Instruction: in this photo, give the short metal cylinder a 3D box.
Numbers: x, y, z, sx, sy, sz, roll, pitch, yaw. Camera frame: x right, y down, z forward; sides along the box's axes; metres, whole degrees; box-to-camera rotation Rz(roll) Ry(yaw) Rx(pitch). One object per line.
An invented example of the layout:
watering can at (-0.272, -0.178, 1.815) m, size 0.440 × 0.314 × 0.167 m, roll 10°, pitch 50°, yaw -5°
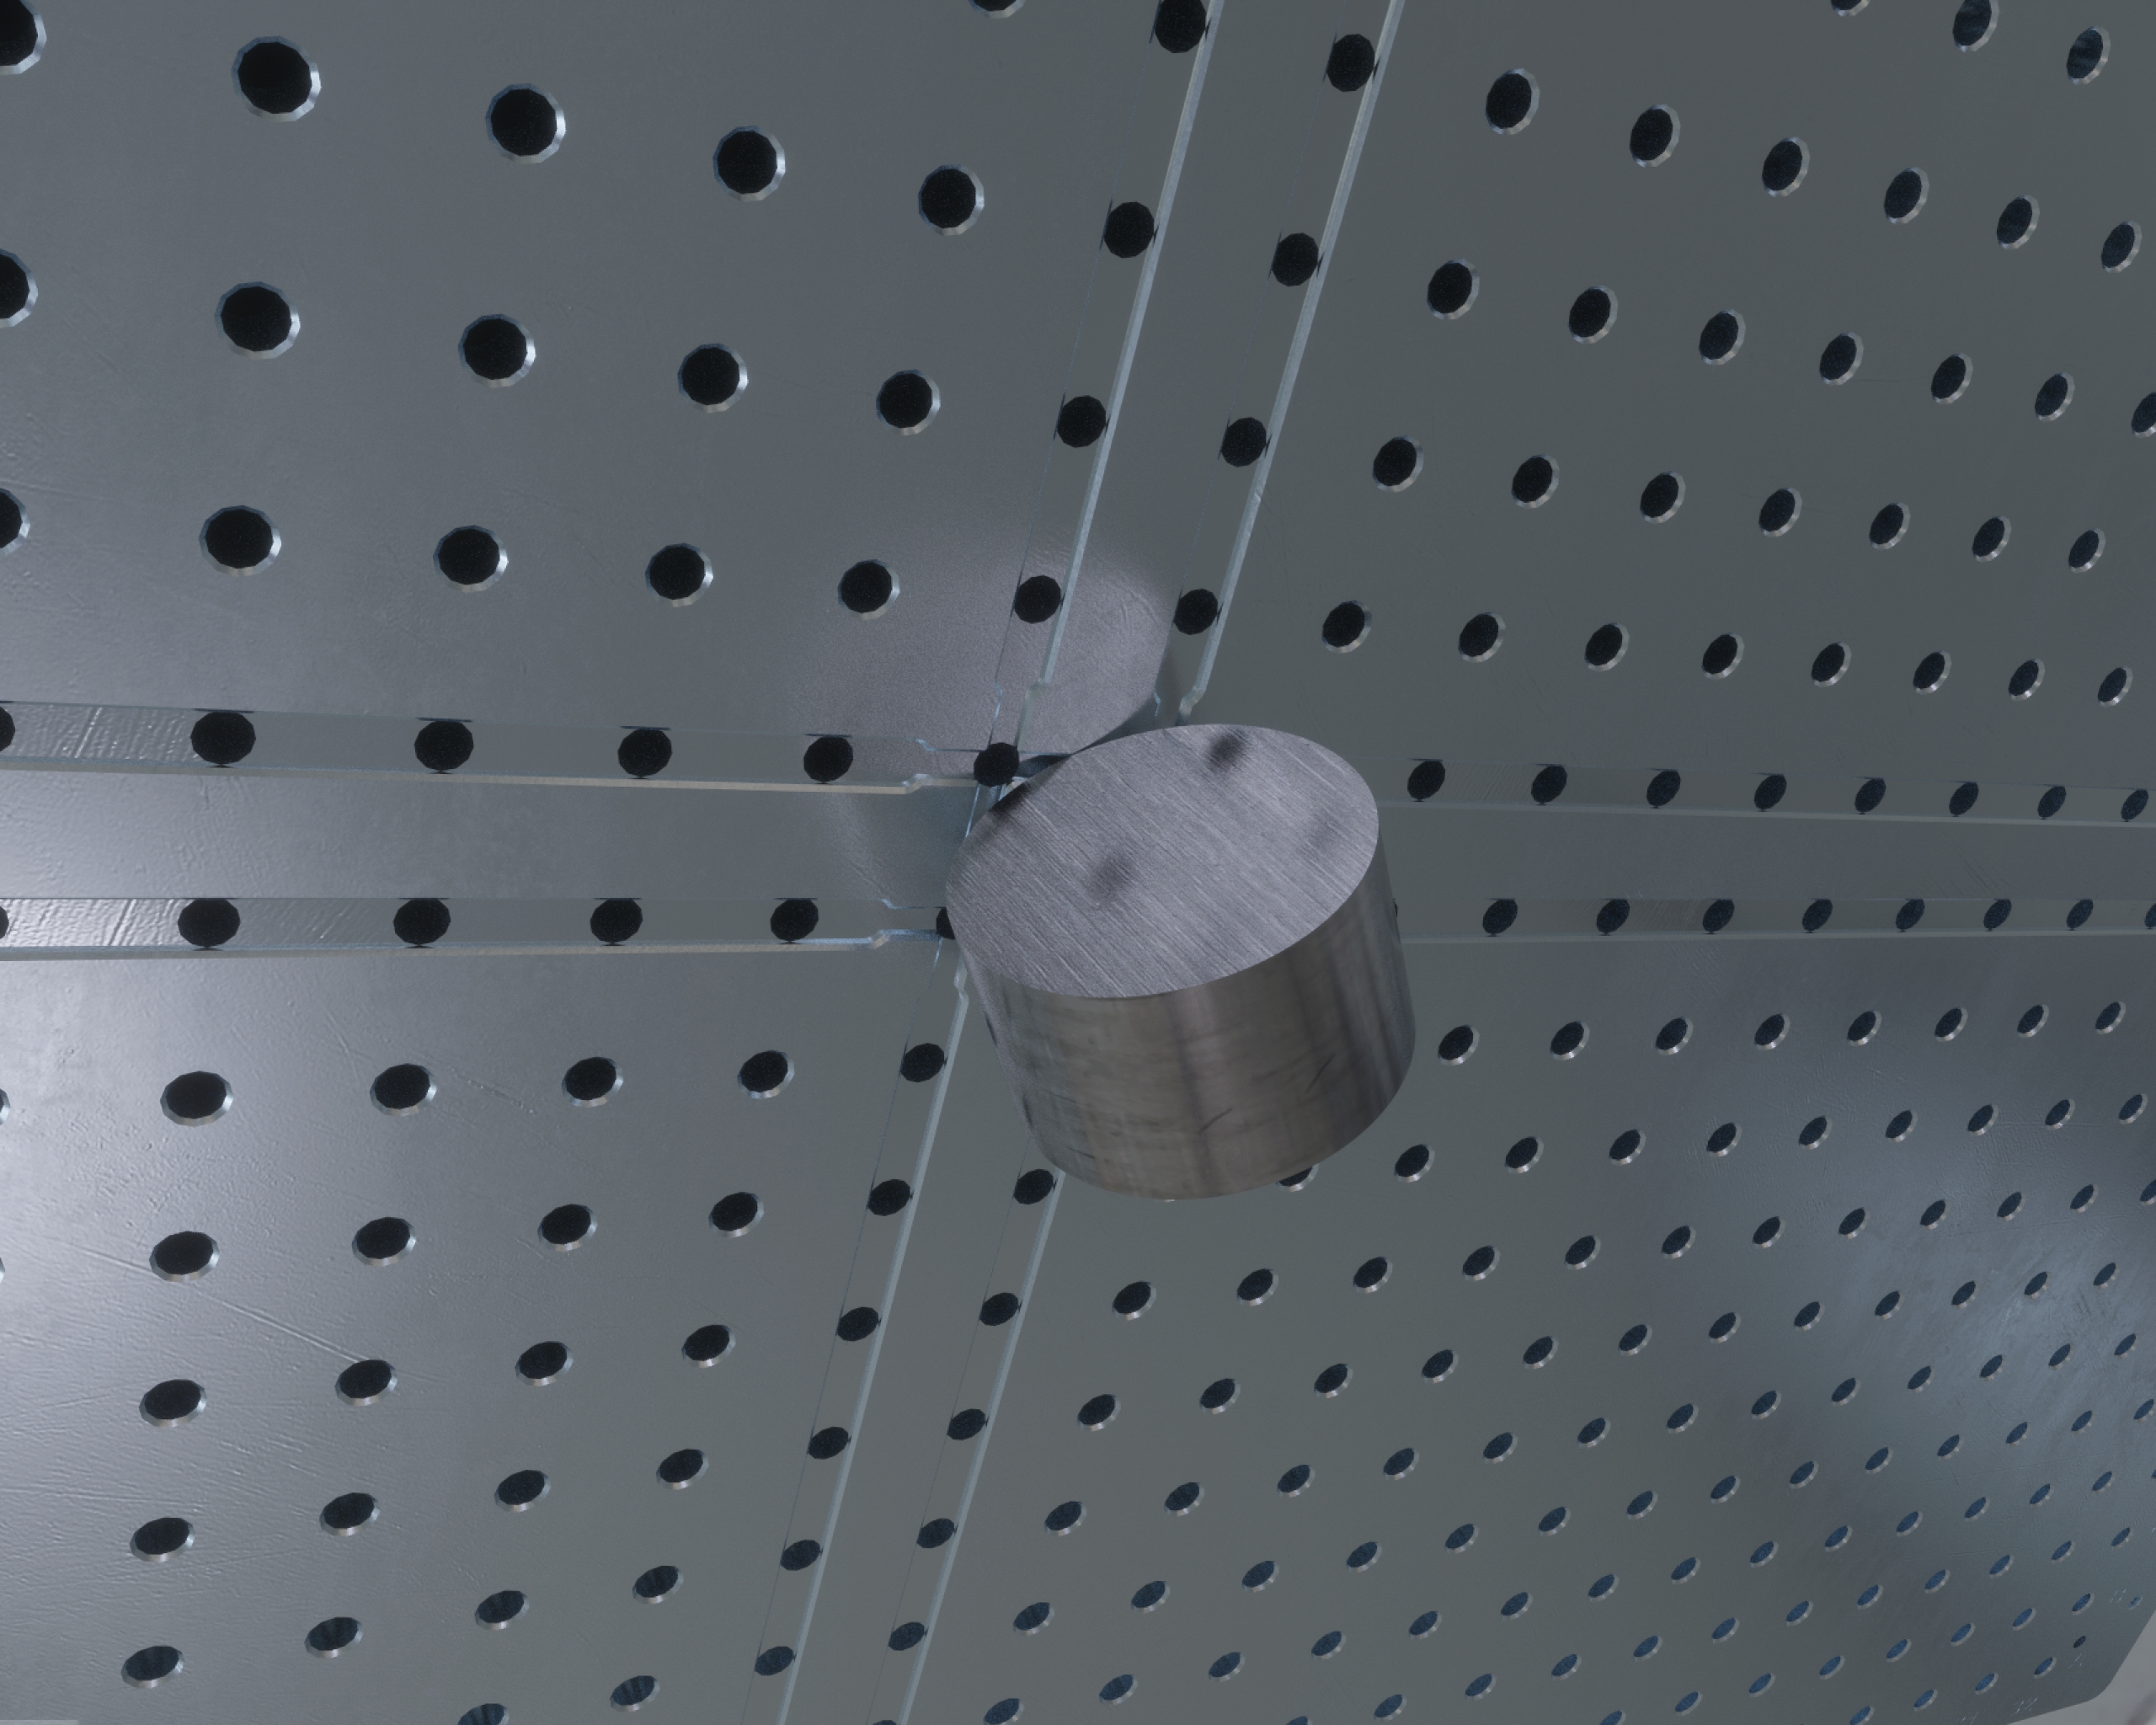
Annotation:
short metal cylinder at (0.020, 0.017, 0.396) m, size 0.080 × 0.080 × 0.050 m, roll -25°, pitch 127°, yaw -13°
